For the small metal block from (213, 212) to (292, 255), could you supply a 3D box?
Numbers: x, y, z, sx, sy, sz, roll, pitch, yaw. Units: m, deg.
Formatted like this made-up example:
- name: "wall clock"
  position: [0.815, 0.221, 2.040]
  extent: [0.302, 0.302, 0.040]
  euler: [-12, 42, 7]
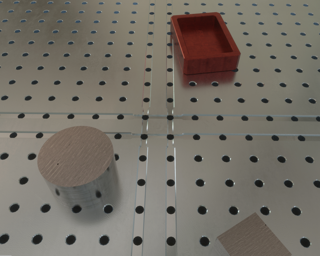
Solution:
- name: "small metal block"
  position: [0.090, 0.121, 0.306]
  extent: [0.050, 0.025, 0.050]
  euler: [-25, 55, -20]

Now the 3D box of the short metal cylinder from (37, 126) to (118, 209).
- name: "short metal cylinder"
  position: [-0.091, 0.044, 0.354]
  extent: [0.080, 0.050, 0.080]
  euler: [0, 50, 0]

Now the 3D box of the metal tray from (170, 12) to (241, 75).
- name: "metal tray"
  position: [0.073, -0.148, 0.528]
  extent: [0.091, 0.030, 0.130]
  euler: [-7, 50, -6]
